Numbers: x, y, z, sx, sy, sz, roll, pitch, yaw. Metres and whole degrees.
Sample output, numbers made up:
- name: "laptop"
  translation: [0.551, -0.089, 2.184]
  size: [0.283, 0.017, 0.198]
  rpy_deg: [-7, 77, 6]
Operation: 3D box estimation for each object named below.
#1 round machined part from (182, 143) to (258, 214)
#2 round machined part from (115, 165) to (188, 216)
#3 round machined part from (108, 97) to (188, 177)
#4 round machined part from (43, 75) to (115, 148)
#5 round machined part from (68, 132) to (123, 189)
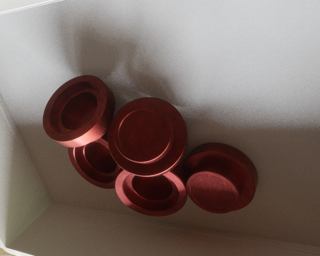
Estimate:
- name: "round machined part"
  translation: [0.073, 0.071, 0.400]
  size: [0.098, 0.042, 0.097]
  rpy_deg: [13, 124, 20]
- name: "round machined part"
  translation: [-0.009, 0.074, 0.429]
  size: [0.099, 0.042, 0.097]
  rpy_deg: [6, 125, 8]
- name: "round machined part"
  translation: [-0.017, 0.009, 0.373]
  size: [0.098, 0.042, 0.097]
  rpy_deg: [-2, 79, 10]
- name: "round machined part"
  translation: [-0.102, -0.019, 0.413]
  size: [0.098, 0.098, 0.042]
  rpy_deg: [3, 155, 26]
- name: "round machined part"
  translation: [-0.083, 0.039, 0.461]
  size: [0.098, 0.042, 0.097]
  rpy_deg: [13, 124, 20]
